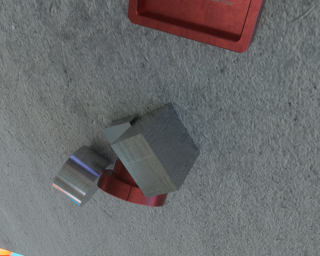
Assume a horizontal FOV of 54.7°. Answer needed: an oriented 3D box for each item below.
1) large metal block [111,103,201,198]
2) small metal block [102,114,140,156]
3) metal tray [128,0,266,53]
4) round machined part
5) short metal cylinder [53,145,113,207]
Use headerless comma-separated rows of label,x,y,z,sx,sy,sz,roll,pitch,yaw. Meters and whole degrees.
large metal block,-0.002,0.027,0.389,0.050,0.080,0.080,-22,107,36
small metal block,-0.045,0.012,0.438,0.050,0.025,0.050,-14,112,33
metal tray,0.036,-0.135,0.301,0.130,0.030,0.089,20,126,16
round machined part,-0.034,0.073,0.435,0.098,0.098,0.042,17,89,18
short metal cylinder,-0.118,0.074,0.479,0.050,0.080,0.079,35,129,5
